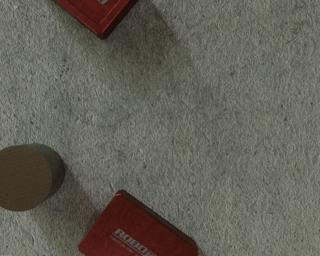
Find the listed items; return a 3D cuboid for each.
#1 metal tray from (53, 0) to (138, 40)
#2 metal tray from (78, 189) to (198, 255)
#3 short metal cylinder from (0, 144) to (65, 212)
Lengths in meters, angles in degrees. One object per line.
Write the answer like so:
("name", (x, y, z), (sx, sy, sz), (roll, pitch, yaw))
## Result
("metal tray", (-0.098, -0.192, 0.406), (0.130, 0.030, 0.090), (39, 90, 0))
("metal tray", (-0.028, 0.155, 0.407), (0.130, 0.030, 0.090), (36, 90, 0))
("short metal cylinder", (-0.170, 0.060, 0.396), (0.081, 0.050, 0.080), (0, 90, 0))
